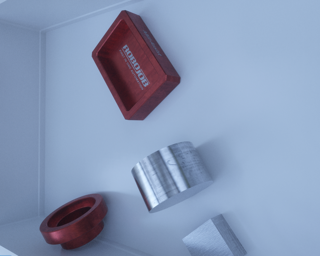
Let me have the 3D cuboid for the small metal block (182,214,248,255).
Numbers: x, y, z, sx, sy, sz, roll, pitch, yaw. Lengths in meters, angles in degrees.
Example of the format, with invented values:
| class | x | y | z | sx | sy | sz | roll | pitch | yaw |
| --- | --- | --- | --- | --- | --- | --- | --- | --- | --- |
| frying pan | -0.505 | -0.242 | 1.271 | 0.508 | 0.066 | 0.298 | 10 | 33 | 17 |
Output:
| class | x | y | z | sx | sy | sz | roll | pitch | yaw |
| --- | --- | --- | --- | --- | --- | --- | --- | --- | --- |
| small metal block | 0.061 | 0.135 | 0.355 | 0.050 | 0.025 | 0.050 | -47 | 62 | 29 |

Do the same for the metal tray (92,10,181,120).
| class | x | y | z | sx | sy | sz | roll | pitch | yaw |
| --- | --- | --- | --- | --- | --- | --- | --- | --- | --- |
| metal tray | -0.038 | -0.086 | 0.432 | 0.090 | 0.030 | 0.130 | -44 | 64 | 31 |

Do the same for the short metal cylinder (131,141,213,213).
| class | x | y | z | sx | sy | sz | roll | pitch | yaw |
| --- | --- | --- | --- | --- | --- | --- | --- | --- | --- |
| short metal cylinder | 0.014 | 0.057 | 0.358 | 0.080 | 0.081 | 0.050 | -40 | 66 | 32 |

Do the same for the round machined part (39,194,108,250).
| class | x | y | z | sx | sy | sz | roll | pitch | yaw |
| --- | --- | --- | --- | --- | --- | --- | --- | --- | --- |
| round machined part | -0.124 | 0.143 | 0.464 | 0.098 | 0.099 | 0.042 | -12 | 105 | 39 |
